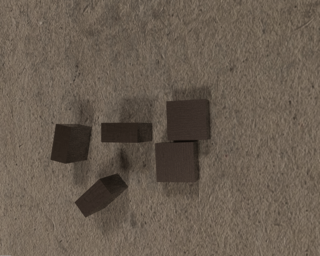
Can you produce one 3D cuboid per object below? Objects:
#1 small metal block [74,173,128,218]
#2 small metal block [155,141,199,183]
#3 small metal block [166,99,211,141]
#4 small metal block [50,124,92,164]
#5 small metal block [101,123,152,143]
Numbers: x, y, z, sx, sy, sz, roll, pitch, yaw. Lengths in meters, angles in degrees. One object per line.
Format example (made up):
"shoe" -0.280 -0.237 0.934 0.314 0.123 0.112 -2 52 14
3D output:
"small metal block" -0.079 0.091 0.422 0.050 0.050 0.025 -43 77 15
"small metal block" 0.022 0.043 0.400 0.050 0.025 0.050 -3 89 19
"small metal block" 0.037 -0.010 0.396 0.050 0.025 0.050 -2 89 19
"small metal block" -0.124 0.021 0.438 0.025 0.050 0.050 11 94 19
"small metal block" -0.043 0.006 0.410 0.050 0.050 0.025 0 90 19
